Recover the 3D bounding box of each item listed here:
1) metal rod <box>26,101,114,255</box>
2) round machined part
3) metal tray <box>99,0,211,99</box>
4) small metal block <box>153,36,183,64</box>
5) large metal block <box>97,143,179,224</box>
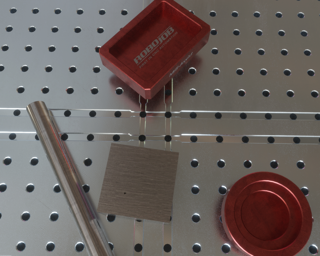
[{"bbox_3d":[-0.098,0.095,0.375,0.025,0.025,0.299,-27,72,-10],"label":"metal rod"},{"bbox_3d":[0.122,0.104,0.366,0.099,0.042,0.098,0,70,-1],"label":"round machined part"},{"bbox_3d":[-0.006,-0.113,0.423,0.090,0.030,0.130,40,75,13],"label":"metal tray"},{"bbox_3d":[0.012,-0.110,0.452,0.050,0.025,0.050,40,74,13],"label":"small metal block"},{"bbox_3d":[-0.024,0.068,0.373,0.080,0.050,0.080,8,70,2],"label":"large metal block"}]
